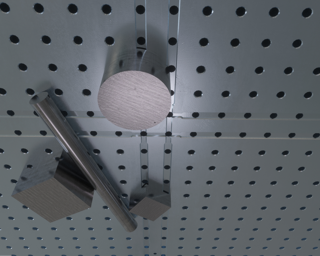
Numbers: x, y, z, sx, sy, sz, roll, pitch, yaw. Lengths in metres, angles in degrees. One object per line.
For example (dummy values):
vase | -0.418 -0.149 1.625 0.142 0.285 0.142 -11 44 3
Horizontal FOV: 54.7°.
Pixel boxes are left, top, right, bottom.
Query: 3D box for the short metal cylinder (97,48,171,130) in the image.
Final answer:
short metal cylinder | -0.028 -0.044 0.358 0.081 0.050 0.079 0 130 0

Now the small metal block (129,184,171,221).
small metal block | -0.017 0.126 0.519 0.050 0.025 0.050 29 124 -23

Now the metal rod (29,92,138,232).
metal rod | -0.100 0.071 0.470 0.025 0.025 0.299 -15 129 12

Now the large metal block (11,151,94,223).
large metal block | -0.158 0.092 0.472 0.080 0.050 0.080 -24 126 19
